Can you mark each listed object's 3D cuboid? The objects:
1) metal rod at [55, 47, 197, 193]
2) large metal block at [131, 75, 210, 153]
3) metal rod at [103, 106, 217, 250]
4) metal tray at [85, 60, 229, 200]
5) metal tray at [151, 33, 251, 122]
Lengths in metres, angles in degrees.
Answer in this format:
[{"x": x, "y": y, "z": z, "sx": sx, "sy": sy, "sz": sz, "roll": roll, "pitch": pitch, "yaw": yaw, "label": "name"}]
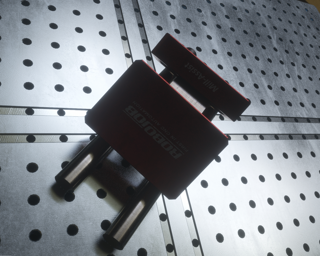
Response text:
[{"x": -0.025, "y": -0.032, "z": 0.416, "sx": 0.025, "sy": 0.025, "sz": 0.301, "roll": 40, "pitch": 51, "yaw": -1, "label": "metal rod"}, {"x": 0.018, "y": -0.021, "z": 0.396, "sx": 0.050, "sy": 0.080, "sz": 0.080, "roll": 41, "pitch": 51, "yaw": -1, "label": "large metal block"}, {"x": 0.028, "y": 0.027, "z": 0.409, "sx": 0.025, "sy": 0.025, "sz": 0.301, "roll": 41, "pitch": 51, "yaw": -1, "label": "metal rod"}, {"x": -0.004, "y": 0.002, "z": 0.337, "sx": 0.130, "sy": 0.030, "sz": 0.090, "roll": 43, "pitch": 94, "yaw": 0, "label": "metal tray"}, {"x": 0.051, "y": -0.064, "z": 0.406, "sx": 0.130, "sy": 0.030, "sz": 0.090, "roll": 40, "pitch": 7, "yaw": -2, "label": "metal tray"}]
